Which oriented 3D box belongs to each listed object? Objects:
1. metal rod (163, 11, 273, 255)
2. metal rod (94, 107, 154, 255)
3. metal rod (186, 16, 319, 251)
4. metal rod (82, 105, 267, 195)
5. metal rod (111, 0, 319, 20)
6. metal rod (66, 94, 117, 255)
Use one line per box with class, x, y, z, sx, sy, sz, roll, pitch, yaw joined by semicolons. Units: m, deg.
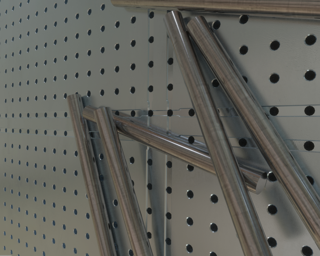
metal rod;0.055;-0.008;0.341;0.025;0.025;0.299;-33;62;35
metal rod;-0.039;0.116;0.424;0.025;0.025;0.299;-22;82;38
metal rod;0.105;0.000;0.323;0.025;0.025;0.299;-40;66;33
metal rod;-0.005;0.016;0.414;0.300;0.025;0.025;21;103;38
metal rod;0.046;-0.152;0.371;0.300;0.025;0.025;21;103;38
metal rod;-0.109;0.087;0.500;0.025;0.025;0.299;-25;74;37
